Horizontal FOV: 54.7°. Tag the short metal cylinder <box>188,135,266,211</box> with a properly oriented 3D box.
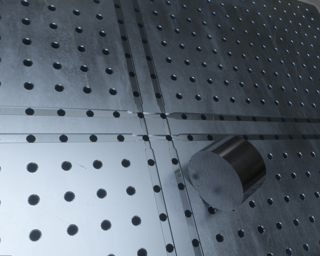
[{"bbox_3d":[0.083,0.055,0.386,0.050,0.080,0.080,-27,77,-37],"label":"short metal cylinder"}]
